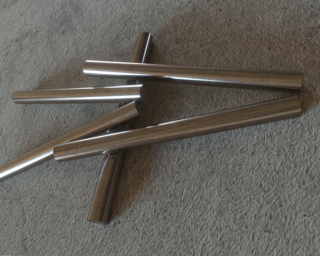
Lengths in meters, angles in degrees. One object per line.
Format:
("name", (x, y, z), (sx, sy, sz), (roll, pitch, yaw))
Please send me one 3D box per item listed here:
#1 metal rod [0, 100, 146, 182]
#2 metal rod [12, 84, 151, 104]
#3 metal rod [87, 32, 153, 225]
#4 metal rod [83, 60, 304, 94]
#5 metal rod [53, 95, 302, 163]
("metal rod", (-0.155, 0.031, 0.448), (0.300, 0.025, 0.025), (-23, 53, 20))
("metal rod", (-0.142, -0.051, 0.491), (0.300, 0.025, 0.025), (3, 63, 35))
("metal rod", (-0.050, -0.017, 0.441), (0.025, 0.025, 0.299), (-3, 60, 26))
("metal rod", (0.026, -0.071, 0.413), (0.301, 0.025, 0.025), (8, 66, 24))
("metal rod", (0.009, 0.005, 0.376), (0.301, 0.025, 0.025), (-11, 57, 13))
